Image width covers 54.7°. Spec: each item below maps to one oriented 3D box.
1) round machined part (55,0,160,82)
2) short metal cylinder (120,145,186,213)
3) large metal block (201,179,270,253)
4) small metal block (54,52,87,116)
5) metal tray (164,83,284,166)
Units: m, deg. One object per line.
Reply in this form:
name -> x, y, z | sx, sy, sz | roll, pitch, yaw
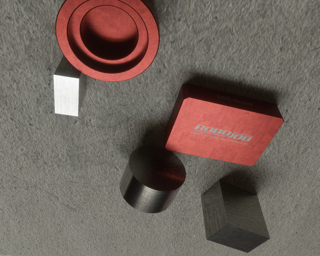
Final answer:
round machined part -> -0.049, -0.099, 0.311 | 0.099, 0.042, 0.097 | 0, 130, 0
short metal cylinder -> -0.010, 0.070, 0.431 | 0.081, 0.080, 0.050 | 14, 129, -12
large metal block -> 0.116, 0.140, 0.491 | 0.080, 0.080, 0.050 | 24, 126, -20
small metal block -> -0.099, -0.049, 0.348 | 0.025, 0.050, 0.050 | 8, 130, -7
metal tray -> 0.079, -0.001, 0.404 | 0.131, 0.030, 0.089 | 12, 129, -10
